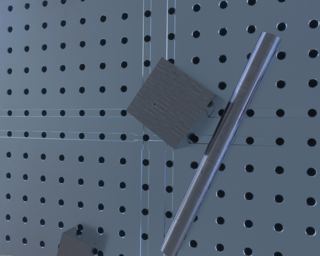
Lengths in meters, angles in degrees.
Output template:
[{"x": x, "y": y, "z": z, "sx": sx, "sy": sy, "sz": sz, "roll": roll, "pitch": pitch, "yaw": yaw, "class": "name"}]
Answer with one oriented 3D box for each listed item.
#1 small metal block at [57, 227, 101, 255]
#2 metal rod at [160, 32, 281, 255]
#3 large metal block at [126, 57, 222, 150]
[{"x": -0.121, "y": 0.183, "z": 0.455, "sx": 0.050, "sy": 0.025, "sz": 0.050, "roll": 17, "pitch": 96, "yaw": 19, "class": "small metal block"}, {"x": 0.071, "y": 0.027, "z": 0.387, "sx": 0.025, "sy": 0.025, "sz": 0.298, "roll": 27, "pitch": 99, "yaw": 18, "class": "metal rod"}, {"x": 0.019, "y": -0.030, "z": 0.393, "sx": 0.080, "sy": 0.050, "sz": 0.080, "roll": 38, "pitch": 102, "yaw": 16, "class": "large metal block"}]
